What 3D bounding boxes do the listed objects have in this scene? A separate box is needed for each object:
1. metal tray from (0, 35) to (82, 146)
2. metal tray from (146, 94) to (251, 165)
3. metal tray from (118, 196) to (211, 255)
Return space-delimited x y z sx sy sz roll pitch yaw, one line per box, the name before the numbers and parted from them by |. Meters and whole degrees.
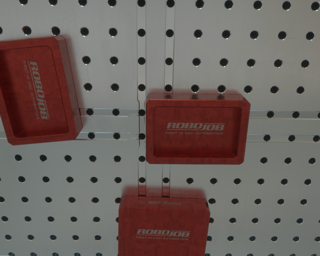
metal tray | -0.157 -0.046 0.391 0.091 0.030 0.129 -5 110 1
metal tray | 0.047 0.002 0.412 0.131 0.030 0.089 1 110 -1
metal tray | 0.004 0.151 0.467 0.131 0.030 0.089 3 110 -2
